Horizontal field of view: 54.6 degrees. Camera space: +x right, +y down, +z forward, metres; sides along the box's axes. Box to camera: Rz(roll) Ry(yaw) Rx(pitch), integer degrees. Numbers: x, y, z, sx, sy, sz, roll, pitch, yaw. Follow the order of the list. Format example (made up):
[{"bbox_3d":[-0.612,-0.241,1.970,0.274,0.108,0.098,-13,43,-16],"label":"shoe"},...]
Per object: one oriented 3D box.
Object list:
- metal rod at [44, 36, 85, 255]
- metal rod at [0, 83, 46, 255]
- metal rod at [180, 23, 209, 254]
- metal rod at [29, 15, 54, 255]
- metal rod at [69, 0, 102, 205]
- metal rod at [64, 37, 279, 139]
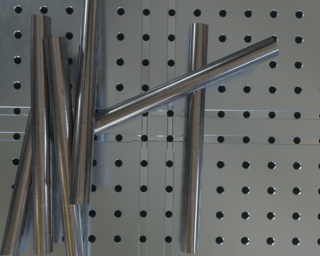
[{"bbox_3d":[-0.117,0.041,0.389,0.025,0.025,0.298,-2,99,0],"label":"metal rod"},{"bbox_3d":[-0.170,0.027,0.412,0.025,0.025,0.299,12,90,0],"label":"metal rod"},{"bbox_3d":[0.046,0.013,0.413,0.025,0.025,0.298,2,90,0],"label":"metal rod"},{"bbox_3d":[-0.149,0.014,0.392,0.025,0.025,0.298,2,97,0],"label":"metal rod"},{"bbox_3d":[-0.092,-0.058,0.389,0.025,0.025,0.299,1,81,0],"label":"metal rod"},{"bbox_3d":[0.000,-0.041,0.394,0.301,0.025,0.025,-23,90,7],"label":"metal rod"}]
